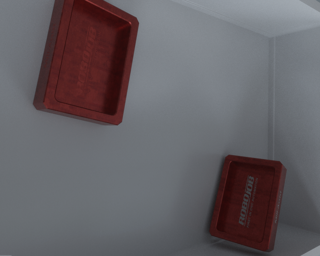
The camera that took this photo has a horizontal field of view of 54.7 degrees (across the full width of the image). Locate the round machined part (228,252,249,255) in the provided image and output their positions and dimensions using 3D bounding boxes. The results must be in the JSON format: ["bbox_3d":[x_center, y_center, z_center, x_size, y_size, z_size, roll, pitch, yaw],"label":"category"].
[{"bbox_3d":[0.115,0.250,0.499,0.099,0.042,0.097,0,90,-40],"label":"round machined part"}]

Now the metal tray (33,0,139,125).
[{"bbox_3d":[-0.077,-0.074,0.340,0.091,0.030,0.129,15,81,-39],"label":"metal tray"}]

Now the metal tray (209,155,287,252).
[{"bbox_3d":[0.135,0.111,0.475,0.030,0.090,0.130,34,67,-51],"label":"metal tray"}]
